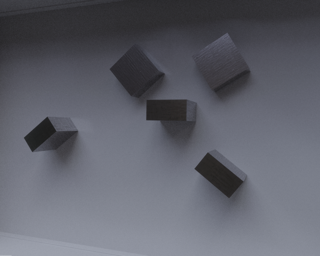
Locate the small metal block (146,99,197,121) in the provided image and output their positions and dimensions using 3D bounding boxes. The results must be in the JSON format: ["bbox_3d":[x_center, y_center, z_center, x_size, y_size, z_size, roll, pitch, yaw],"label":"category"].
[{"bbox_3d":[0.016,-0.021,0.391,0.050,0.050,0.025,1,91,19],"label":"small metal block"}]

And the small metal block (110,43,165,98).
[{"bbox_3d":[-0.031,-0.077,0.420,0.050,0.025,0.050,-42,77,15],"label":"small metal block"}]

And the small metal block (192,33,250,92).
[{"bbox_3d":[0.076,-0.080,0.383,0.050,0.025,0.050,-31,80,17],"label":"small metal block"}]

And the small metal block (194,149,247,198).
[{"bbox_3d":[0.074,0.053,0.371,0.050,0.050,0.025,40,103,15],"label":"small metal block"}]

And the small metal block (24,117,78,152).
[{"bbox_3d":[-0.158,0.009,0.451,0.050,0.050,0.025,-38,78,16],"label":"small metal block"}]
